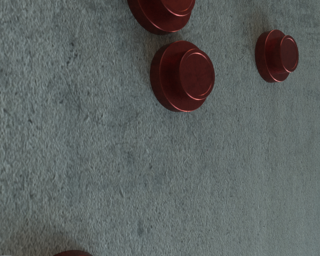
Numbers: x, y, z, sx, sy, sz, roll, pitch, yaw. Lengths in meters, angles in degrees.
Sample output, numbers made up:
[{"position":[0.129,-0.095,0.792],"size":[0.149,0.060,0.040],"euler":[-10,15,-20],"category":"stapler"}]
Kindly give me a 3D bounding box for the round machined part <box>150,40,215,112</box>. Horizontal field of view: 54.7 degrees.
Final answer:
[{"position":[0.038,-0.071,0.425],"size":[0.099,0.042,0.097],"euler":[0,90,-40],"category":"round machined part"}]

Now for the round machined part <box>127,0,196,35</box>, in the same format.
[{"position":[0.008,-0.174,0.400],"size":[0.099,0.042,0.097],"euler":[0,90,-40],"category":"round machined part"}]

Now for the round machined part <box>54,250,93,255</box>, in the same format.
[{"position":[-0.091,0.182,0.318],"size":[0.099,0.042,0.097],"euler":[0,90,-40],"category":"round machined part"}]

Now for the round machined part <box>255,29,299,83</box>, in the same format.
[{"position":[0.224,-0.136,0.581],"size":[0.099,0.042,0.097],"euler":[0,90,-40],"category":"round machined part"}]
